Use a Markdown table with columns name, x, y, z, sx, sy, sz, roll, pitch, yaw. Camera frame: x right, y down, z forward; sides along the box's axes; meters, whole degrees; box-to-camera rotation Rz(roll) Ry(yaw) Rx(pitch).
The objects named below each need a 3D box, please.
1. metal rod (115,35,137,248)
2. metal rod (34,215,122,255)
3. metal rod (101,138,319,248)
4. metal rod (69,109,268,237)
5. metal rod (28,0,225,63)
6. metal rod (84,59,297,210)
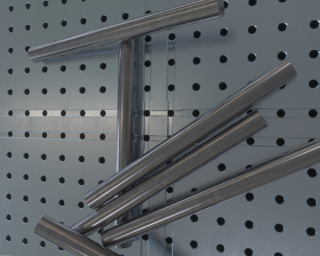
| name | x | y | z | sx | sy | sz | roll | pitch | yaw |
| --- | --- | --- | --- | --- | --- | --- | --- | --- | --- |
| metal rod | -0.048 | 0.013 | 0.429 | 0.025 | 0.025 | 0.298 | 2 | 91 | 20 |
| metal rod | -0.017 | 0.189 | 0.383 | 0.301 | 0.025 | 0.025 | 27 | 99 | 4 |
| metal rod | 0.061 | 0.083 | 0.377 | 0.300 | 0.025 | 0.025 | -26 | 81 | 12 |
| metal rod | -0.002 | 0.069 | 0.394 | 0.300 | 0.025 | 0.025 | -33 | 79 | 9 |
| metal rod | -0.064 | -0.124 | 0.410 | 0.300 | 0.025 | 0.025 | -4 | 89 | 29 |
| metal rod | 0.030 | 0.014 | 0.386 | 0.300 | 0.025 | 0.025 | -35 | 79 | 10 |
